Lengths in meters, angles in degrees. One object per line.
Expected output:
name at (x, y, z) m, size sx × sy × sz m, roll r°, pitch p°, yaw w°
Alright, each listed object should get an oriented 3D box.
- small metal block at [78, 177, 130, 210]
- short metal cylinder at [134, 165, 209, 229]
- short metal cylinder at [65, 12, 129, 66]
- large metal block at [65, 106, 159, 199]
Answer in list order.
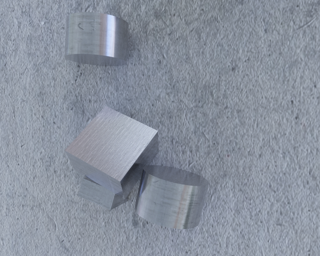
small metal block at (-0.073, 0.085, 0.421) m, size 0.050 × 0.050 × 0.025 m, roll 18°, pitch 96°, yaw 19°
short metal cylinder at (0.014, 0.080, 0.375) m, size 0.080 × 0.080 × 0.050 m, roll 14°, pitch 95°, yaw 19°
short metal cylinder at (-0.083, -0.114, 0.409) m, size 0.080 × 0.080 × 0.050 m, roll 4°, pitch 92°, yaw 20°
large metal block at (-0.057, 0.029, 0.395) m, size 0.080 × 0.050 × 0.080 m, roll 26°, pitch 58°, yaw 18°
